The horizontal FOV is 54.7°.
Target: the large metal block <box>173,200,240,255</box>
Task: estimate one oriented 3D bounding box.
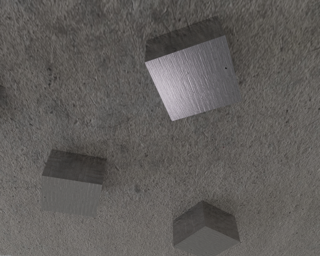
[{"bbox_3d":[0.080,0.182,0.547,0.080,0.050,0.080,30,124,-23],"label":"large metal block"}]

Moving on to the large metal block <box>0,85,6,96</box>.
[{"bbox_3d":[-0.246,-0.031,0.362,0.080,0.050,0.080,34,122,-26],"label":"large metal block"}]

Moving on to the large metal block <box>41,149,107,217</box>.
[{"bbox_3d":[-0.128,0.084,0.461,0.081,0.050,0.079,11,129,-10],"label":"large metal block"}]

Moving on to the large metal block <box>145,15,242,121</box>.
[{"bbox_3d":[0.037,-0.063,0.338,0.080,0.050,0.080,-16,129,13],"label":"large metal block"}]
